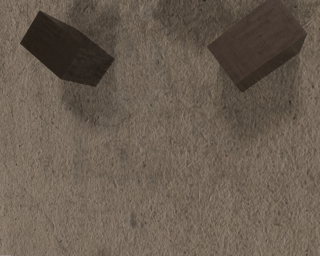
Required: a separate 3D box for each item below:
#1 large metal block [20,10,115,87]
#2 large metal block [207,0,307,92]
[{"bbox_3d":[-0.123,-0.104,0.422,0.080,0.080,0.050,40,103,15],"label":"large metal block"},{"bbox_3d":[0.107,-0.087,0.342,0.080,0.080,0.050,-36,79,16],"label":"large metal block"}]
